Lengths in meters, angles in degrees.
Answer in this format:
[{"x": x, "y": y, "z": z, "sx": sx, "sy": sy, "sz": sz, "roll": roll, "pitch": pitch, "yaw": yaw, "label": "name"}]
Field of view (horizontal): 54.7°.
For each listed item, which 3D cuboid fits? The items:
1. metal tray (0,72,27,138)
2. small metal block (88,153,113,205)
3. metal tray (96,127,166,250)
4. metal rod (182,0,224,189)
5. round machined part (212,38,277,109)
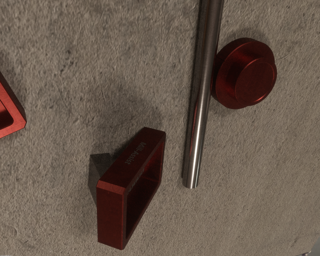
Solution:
[{"x": -0.205, "y": -0.015, "z": 0.281, "sx": 0.131, "sy": 0.030, "sz": 0.090, "roll": -26, "pitch": 128, "yaw": -12, "label": "metal tray"}, {"x": -0.072, "y": 0.067, "z": 0.394, "sx": 0.025, "sy": 0.050, "sz": 0.050, "roll": -4, "pitch": 121, "yaw": -27, "label": "small metal block"}, {"x": -0.031, "y": 0.067, "z": 0.375, "sx": 0.131, "sy": 0.030, "sz": 0.089, "roll": -53, "pitch": 153, "yaw": -56, "label": "metal tray"}, {"x": 0.055, "y": -0.041, "z": 0.413, "sx": 0.025, "sy": 0.025, "sz": 0.298, "roll": -11, "pitch": 123, "yaw": -23, "label": "metal rod"}, {"x": 0.118, "y": -0.069, "z": 0.420, "sx": 0.099, "sy": 0.042, "sz": 0.097, "roll": -14, "pitch": 125, "yaw": -21, "label": "round machined part"}]
